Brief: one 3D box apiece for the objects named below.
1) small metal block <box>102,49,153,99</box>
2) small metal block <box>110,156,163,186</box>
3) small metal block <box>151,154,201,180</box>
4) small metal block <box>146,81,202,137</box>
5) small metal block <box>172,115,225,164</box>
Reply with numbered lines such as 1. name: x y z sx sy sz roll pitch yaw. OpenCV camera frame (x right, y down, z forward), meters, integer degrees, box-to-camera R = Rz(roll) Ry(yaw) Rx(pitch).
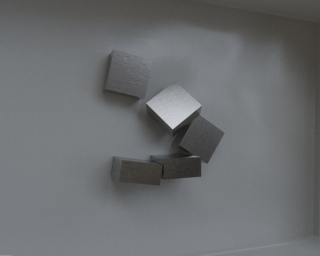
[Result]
1. small metal block: -0.042 -0.067 0.395 0.050 0.025 0.050 12 86 -20
2. small metal block: -0.030 0.053 0.386 0.050 0.050 0.025 9 87 -20
3. small metal block: 0.020 0.049 0.404 0.050 0.050 0.025 -1 91 -20
4. small metal block: 0.018 -0.025 0.405 0.050 0.025 0.050 -39 70 -16
5. small metal block: 0.053 0.014 0.430 0.050 0.025 0.050 34 79 -17
